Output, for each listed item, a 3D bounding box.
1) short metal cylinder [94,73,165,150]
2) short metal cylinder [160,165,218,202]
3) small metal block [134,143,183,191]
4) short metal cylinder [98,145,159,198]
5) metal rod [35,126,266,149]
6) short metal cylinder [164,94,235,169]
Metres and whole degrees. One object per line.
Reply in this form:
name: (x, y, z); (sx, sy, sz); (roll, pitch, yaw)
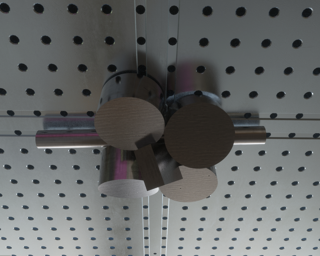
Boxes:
short metal cylinder: (-0.035, -0.019, 0.374); (0.081, 0.050, 0.079); (0, 130, 0)
short metal cylinder: (0.039, 0.062, 0.443); (0.081, 0.050, 0.079); (0, 130, 0)
small metal block: (-0.001, 0.046, 0.383); (0.025, 0.050, 0.050); (-25, 168, 26)
short metal cylinder: (-0.042, 0.061, 0.426); (0.081, 0.050, 0.080); (-1, 150, 0)
metal rod: (-0.012, 0.012, 0.417); (0.302, 0.025, 0.025); (-1, 130, 0)
short metal cylinder: (0.045, 0.002, 0.376); (0.081, 0.050, 0.079); (0, 107, 0)
